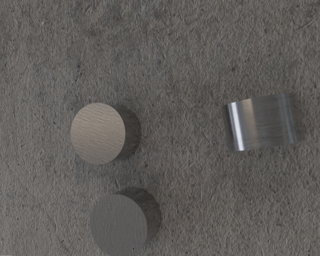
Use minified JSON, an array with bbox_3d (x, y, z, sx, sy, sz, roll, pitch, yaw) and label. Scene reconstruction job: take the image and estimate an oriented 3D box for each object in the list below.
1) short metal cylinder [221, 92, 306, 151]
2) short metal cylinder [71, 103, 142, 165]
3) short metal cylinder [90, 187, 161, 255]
[{"bbox_3d":[0.112,-0.006,0.340,0.080,0.080,0.050,-10,87,20],"label":"short metal cylinder"},{"bbox_3d":[-0.072,0.007,0.421,0.080,0.050,0.080,0,90,20],"label":"short metal cylinder"},{"bbox_3d":[-0.044,0.123,0.411,0.080,0.050,0.080,0,90,20],"label":"short metal cylinder"}]
